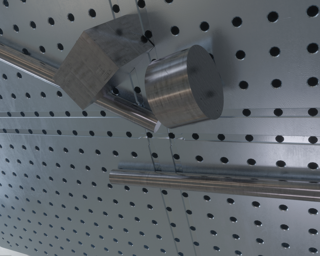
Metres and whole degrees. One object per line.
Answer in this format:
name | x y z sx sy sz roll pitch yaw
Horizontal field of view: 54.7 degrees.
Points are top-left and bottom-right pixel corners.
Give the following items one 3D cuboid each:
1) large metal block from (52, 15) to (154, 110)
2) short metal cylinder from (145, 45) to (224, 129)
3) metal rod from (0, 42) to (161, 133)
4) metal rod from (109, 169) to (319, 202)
large metal block | -0.065 -0.077 0.362 0.050 0.080 0.080 47 129 -5
short metal cylinder | 0.028 -0.043 0.334 0.050 0.080 0.080 -13 112 34
metal rod | -0.135 -0.066 0.441 0.301 0.025 0.025 25 127 12
metal rod | 0.058 0.076 0.427 0.300 0.025 0.025 -1 118 28
